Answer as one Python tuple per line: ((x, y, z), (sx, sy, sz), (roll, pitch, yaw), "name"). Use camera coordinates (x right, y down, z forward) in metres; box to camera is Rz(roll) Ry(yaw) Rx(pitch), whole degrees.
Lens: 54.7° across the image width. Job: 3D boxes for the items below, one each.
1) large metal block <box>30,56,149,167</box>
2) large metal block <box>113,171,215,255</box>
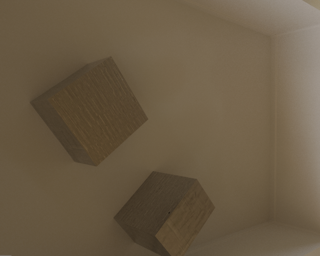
((-0.072, -0.018, 0.330), (0.080, 0.050, 0.080), (-44, 117, -31), "large metal block")
((0.005, 0.103, 0.375), (0.080, 0.080, 0.050), (-47, 119, -29), "large metal block")
